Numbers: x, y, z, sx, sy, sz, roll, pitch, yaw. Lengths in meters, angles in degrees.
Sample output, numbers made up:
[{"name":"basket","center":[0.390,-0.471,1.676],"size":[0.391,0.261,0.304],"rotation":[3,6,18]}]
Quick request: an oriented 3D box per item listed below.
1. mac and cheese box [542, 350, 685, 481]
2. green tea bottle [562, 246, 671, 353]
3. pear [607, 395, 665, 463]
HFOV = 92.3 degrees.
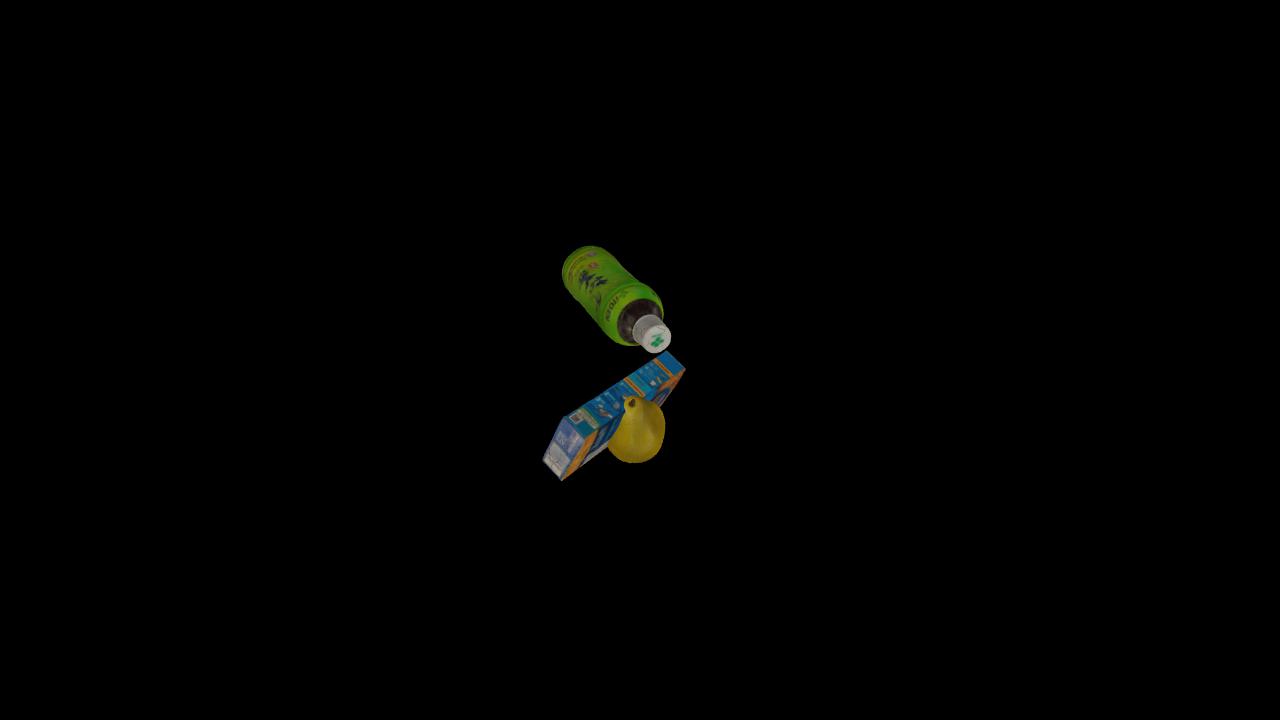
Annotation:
[{"name":"mac and cheese box","center":[-0.028,0.062,0.725],"size":[0.184,0.041,0.093],"rotation":[-32,-20,-42]},{"name":"green tea bottle","center":[-0.024,-0.066,0.674],"size":[0.073,0.073,0.212],"rotation":[0,24,-26]},{"name":"pear","center":[-0.009,0.066,0.710],"size":[0.080,0.080,0.111],"rotation":[0,-43,6]}]
